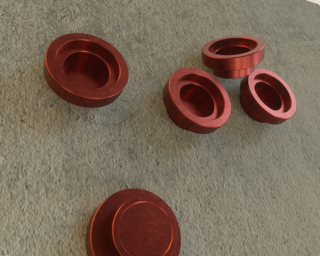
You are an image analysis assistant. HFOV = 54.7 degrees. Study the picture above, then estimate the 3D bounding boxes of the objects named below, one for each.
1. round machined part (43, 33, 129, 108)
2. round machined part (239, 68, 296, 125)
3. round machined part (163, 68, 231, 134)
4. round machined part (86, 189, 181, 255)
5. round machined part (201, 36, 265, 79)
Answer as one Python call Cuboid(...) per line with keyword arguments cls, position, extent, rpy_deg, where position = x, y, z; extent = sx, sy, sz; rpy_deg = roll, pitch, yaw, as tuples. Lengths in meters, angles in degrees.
Cuboid(cls="round machined part", position=(-0.092, -0.066, 0.383), extent=(0.099, 0.042, 0.098), rpy_deg=(14, 56, -21))
Cuboid(cls="round machined part", position=(0.173, -0.048, 0.514), extent=(0.099, 0.042, 0.098), rpy_deg=(14, 56, -21))
Cuboid(cls="round machined part", position=(0.048, -0.034, 0.439), extent=(0.099, 0.042, 0.098), rpy_deg=(14, 56, -21))
Cuboid(cls="round machined part", position=(-0.022, 0.108, 0.315), extent=(0.099, 0.042, 0.098), rpy_deg=(14, 56, -21))
Cuboid(cls="round machined part", position=(0.118, -0.113, 0.504), extent=(0.099, 0.042, 0.098), rpy_deg=(-8, 33, 5))
